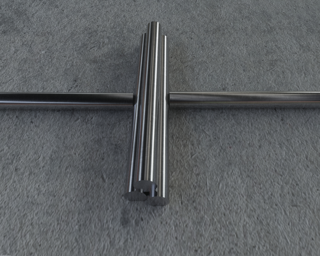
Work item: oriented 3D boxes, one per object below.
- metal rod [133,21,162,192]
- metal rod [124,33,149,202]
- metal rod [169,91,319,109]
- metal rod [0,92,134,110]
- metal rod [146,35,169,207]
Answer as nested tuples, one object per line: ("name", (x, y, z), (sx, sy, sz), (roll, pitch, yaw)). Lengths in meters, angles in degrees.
("metal rod", (-0.013, -0.053, 0.423), (0.025, 0.025, 0.300), (1, 50, 0))
("metal rod", (-0.024, -0.039, 0.438), (0.025, 0.025, 0.300), (1, 50, 0))
("metal rod", (0.164, -0.040, 0.440), (0.302, 0.025, 0.025), (0, 50, -1))
("metal rod", (-0.188, -0.038, 0.434), (0.302, 0.025, 0.025), (0, 50, 0))
("metal rod", (0.000, -0.034, 0.434), (0.025, 0.025, 0.300), (1, 50, 0))
